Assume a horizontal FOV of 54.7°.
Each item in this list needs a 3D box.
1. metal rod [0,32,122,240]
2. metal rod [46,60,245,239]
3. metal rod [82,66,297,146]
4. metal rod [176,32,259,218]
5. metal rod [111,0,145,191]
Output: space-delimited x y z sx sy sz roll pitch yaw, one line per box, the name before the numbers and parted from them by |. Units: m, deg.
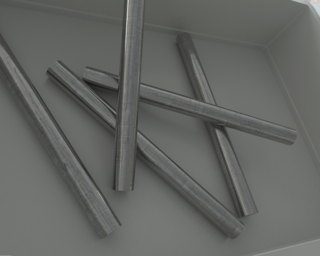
metal rod | -0.134 -0.015 0.342 0.025 0.025 0.299 -27 77 -37
metal rod | -0.018 0.026 0.379 0.300 0.025 0.025 42 51 0
metal rod | 0.047 -0.027 0.421 0.302 0.025 0.025 16 55 -10
metal rod | 0.077 -0.019 0.458 0.025 0.025 0.299 -2 63 -29
metal rod | -0.034 -0.080 0.360 0.025 0.025 0.298 6 83 -25
